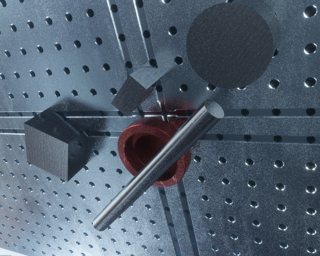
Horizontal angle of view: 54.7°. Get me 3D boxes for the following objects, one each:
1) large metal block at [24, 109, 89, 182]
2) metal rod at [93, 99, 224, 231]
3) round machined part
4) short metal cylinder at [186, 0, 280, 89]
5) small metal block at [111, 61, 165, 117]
[{"bbox_3d":[-0.165,0.027,0.496,0.080,0.050,0.079,23,127,14],"label":"large metal block"},{"bbox_3d":[-0.021,0.068,0.408,0.025,0.025,0.298,41,129,0],"label":"metal rod"},{"bbox_3d":[-0.004,0.029,0.419,0.098,0.042,0.097,13,124,20],"label":"round machined part"},{"bbox_3d":[0.072,-0.085,0.304,0.080,0.050,0.079,13,124,20],"label":"short metal cylinder"},{"bbox_3d":[-0.027,-0.048,0.378,0.025,0.050,0.050,41,129,0],"label":"small metal block"}]
